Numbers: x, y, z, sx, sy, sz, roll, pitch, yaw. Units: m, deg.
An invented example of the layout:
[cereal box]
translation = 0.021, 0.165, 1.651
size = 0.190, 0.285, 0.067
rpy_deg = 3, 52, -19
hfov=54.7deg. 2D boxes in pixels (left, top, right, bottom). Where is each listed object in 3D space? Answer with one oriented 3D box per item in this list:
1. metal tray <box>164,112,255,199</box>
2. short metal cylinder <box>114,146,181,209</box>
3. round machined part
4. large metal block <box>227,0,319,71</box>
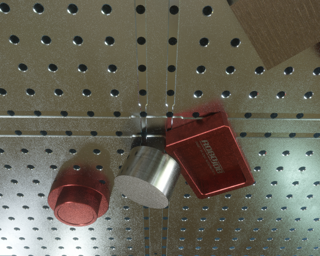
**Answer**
[metal tray]
translation = 0.073, 0.045, 0.447
size = 0.090, 0.030, 0.130
rpy_deg = -21, 127, 16
[short metal cylinder]
translation = -0.017, 0.070, 0.436
size = 0.080, 0.050, 0.080
rpy_deg = 17, 144, 14
[round machined part]
translation = -0.133, 0.125, 0.505
size = 0.099, 0.042, 0.097
rpy_deg = 0, 130, 0
[large metal block]
translation = 0.117, -0.117, 0.297
size = 0.080, 0.050, 0.080
rpy_deg = -29, 125, 22
